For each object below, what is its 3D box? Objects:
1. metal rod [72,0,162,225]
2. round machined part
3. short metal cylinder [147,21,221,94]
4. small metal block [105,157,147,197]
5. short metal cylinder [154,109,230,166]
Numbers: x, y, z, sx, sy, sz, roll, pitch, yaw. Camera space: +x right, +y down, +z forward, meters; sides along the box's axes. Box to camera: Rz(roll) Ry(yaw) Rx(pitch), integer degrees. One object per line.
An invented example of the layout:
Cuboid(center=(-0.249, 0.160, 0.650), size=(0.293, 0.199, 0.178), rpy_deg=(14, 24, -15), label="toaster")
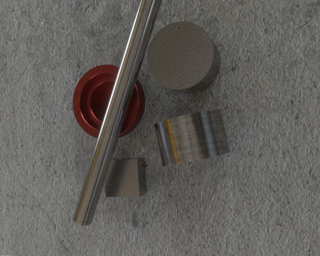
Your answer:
Cuboid(center=(-0.054, -0.021, 0.383), size=(0.025, 0.025, 0.298), rpy_deg=(21, 97, 19), label="metal rod")
Cuboid(center=(-0.065, -0.034, 0.423), size=(0.098, 0.042, 0.097), rpy_deg=(0, 90, 20), label="round machined part")
Cuboid(center=(0.031, -0.085, 0.385), size=(0.080, 0.050, 0.079), rpy_deg=(0, 90, 20), label="short metal cylinder")
Cuboid(center=(-0.048, 0.067, 0.426), size=(0.050, 0.025, 0.050), rpy_deg=(-4, 89, 20), label="small metal block")
Cuboid(center=(0.037, 0.012, 0.366), size=(0.080, 0.080, 0.050), rpy_deg=(-14, 86, 19), label="short metal cylinder")
